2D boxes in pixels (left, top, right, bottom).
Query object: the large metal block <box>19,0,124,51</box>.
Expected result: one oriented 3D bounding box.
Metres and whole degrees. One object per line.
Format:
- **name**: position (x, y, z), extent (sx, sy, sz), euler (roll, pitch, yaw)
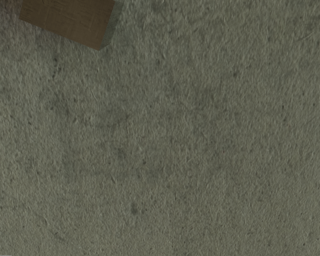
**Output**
- **large metal block**: position (-0.089, -0.126, 0.333), extent (0.080, 0.080, 0.050), euler (21, 109, -8)
